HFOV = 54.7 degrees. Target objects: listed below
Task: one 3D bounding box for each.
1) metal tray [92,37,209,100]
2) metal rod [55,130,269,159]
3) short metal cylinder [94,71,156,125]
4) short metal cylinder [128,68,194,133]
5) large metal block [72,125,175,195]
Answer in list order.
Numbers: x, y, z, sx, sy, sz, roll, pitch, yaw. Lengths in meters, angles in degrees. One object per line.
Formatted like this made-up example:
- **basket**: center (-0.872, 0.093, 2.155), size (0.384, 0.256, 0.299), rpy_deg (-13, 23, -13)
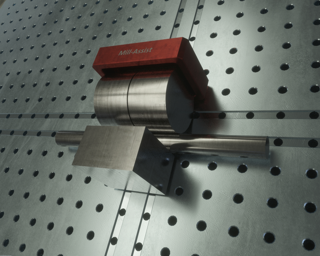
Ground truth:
- **metal tray**: center (-0.012, -0.072, 0.412), size (0.130, 0.090, 0.030), rpy_deg (1, 63, 29)
- **metal rod**: center (-0.018, 0.018, 0.401), size (0.300, 0.025, 0.025), rpy_deg (1, 62, 28)
- **short metal cylinder**: center (-0.042, -0.034, 0.412), size (0.050, 0.080, 0.080), rpy_deg (1, 62, 28)
- **short metal cylinder**: center (0.004, -0.034, 0.388), size (0.050, 0.080, 0.080), rpy_deg (2, 63, 29)
- **large metal block**: center (-0.040, 0.038, 0.365), size (0.080, 0.080, 0.050), rpy_deg (1, 62, 28)
